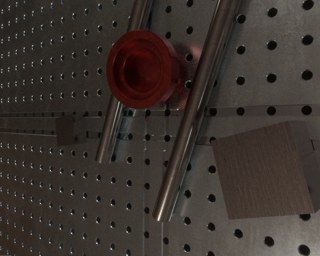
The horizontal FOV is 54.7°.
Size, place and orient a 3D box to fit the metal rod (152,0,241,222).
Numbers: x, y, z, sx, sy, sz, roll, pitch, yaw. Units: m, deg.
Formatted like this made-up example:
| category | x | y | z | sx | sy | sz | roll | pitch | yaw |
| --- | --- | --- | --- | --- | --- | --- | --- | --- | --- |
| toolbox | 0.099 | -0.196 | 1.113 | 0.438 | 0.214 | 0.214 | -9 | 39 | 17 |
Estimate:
| category | x | y | z | sx | sy | sz | roll | pitch | yaw |
| --- | --- | --- | --- | --- | --- | --- | --- | --- | --- |
| metal rod | 0.042 | -0.023 | 0.372 | 0.025 | 0.025 | 0.298 | 26 | 106 | 36 |

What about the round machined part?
| category | x | y | z | sx | sy | sz | roll | pitch | yaw |
| --- | --- | --- | --- | --- | --- | --- | --- | --- | --- |
| round machined part | -0.018 | -0.075 | 0.404 | 0.098 | 0.042 | 0.097 | 4 | 97 | 29 |

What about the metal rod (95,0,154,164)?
| category | x | y | z | sx | sy | sz | roll | pitch | yaw |
| --- | --- | --- | --- | --- | --- | --- | --- | --- | --- |
| metal rod | -0.047 | -0.089 | 0.446 | 0.025 | 0.025 | 0.298 | 26 | 106 | 36 |

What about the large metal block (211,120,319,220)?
| category | x | y | z | sx | sy | sz | roll | pitch | yaw |
| --- | --- | --- | --- | --- | --- | --- | --- | --- | --- |
| large metal block | 0.106 | 0.042 | 0.305 | 0.080 | 0.050 | 0.080 | -19 | 78 | 38 |

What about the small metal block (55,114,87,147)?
| category | x | y | z | sx | sy | sz | roll | pitch | yaw |
| --- | --- | --- | --- | --- | --- | --- | --- | --- | --- |
| small metal block | -0.153 | 0.004 | 0.533 | 0.050 | 0.025 | 0.050 | -9 | 84 | 39 |
